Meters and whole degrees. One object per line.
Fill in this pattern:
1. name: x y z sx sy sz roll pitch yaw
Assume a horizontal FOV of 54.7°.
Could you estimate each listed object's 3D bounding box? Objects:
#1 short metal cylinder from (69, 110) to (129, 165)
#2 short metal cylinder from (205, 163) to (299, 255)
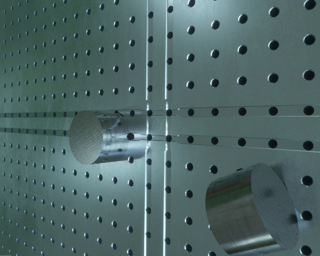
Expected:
1. short metal cylinder: -0.093 0.014 0.470 0.080 0.050 0.079 0 90 40
2. short metal cylinder: 0.089 0.080 0.300 0.050 0.081 0.080 -30 71 36
